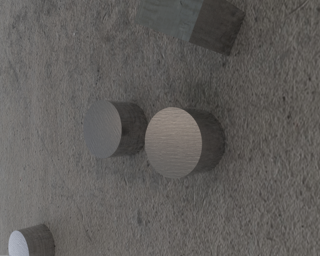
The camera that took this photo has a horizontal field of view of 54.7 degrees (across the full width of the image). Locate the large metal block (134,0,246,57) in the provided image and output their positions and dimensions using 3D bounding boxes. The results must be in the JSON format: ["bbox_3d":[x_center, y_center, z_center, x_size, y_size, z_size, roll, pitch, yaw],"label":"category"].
[{"bbox_3d":[0.033,-0.122,0.342,0.080,0.081,0.050,32,110,35],"label":"large metal block"}]

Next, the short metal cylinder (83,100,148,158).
[{"bbox_3d":[-0.064,0.002,0.441,0.080,0.050,0.080,0,90,40],"label":"short metal cylinder"}]

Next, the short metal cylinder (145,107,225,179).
[{"bbox_3d":[0.029,0.016,0.365,0.080,0.050,0.080,0,90,40],"label":"short metal cylinder"}]

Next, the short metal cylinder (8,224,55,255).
[{"bbox_3d":[-0.246,0.230,0.592,0.080,0.050,0.080,0,90,40],"label":"short metal cylinder"}]
